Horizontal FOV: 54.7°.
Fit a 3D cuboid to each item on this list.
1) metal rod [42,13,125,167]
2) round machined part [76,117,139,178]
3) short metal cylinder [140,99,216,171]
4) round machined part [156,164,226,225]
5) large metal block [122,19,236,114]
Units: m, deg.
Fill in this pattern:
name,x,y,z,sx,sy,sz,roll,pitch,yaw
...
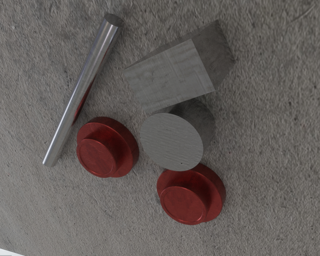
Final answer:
name,x,y,z,sx,sy,sz,roll,pitch,yaw
metal rod,-0.123,-0.033,0.451,0.025,0.025,0.298,39,129,2
round machined part,-0.084,0.035,0.462,0.098,0.042,0.097,13,124,21
short metal cylinder,0.023,0.006,0.383,0.080,0.050,0.079,13,124,21
round machined part,0.039,0.097,0.435,0.098,0.042,0.097,13,124,21
large metal block,0.023,-0.064,0.320,0.080,0.080,0.050,-16,110,34
